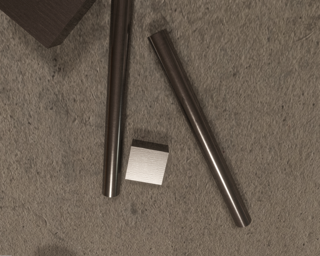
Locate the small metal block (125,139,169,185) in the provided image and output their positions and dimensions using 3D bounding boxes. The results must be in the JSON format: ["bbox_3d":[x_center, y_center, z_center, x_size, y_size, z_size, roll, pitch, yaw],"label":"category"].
[{"bbox_3d":[-0.018,0.047,0.427,0.050,0.025,0.050,11,110,-5],"label":"small metal block"}]

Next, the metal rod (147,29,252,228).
[{"bbox_3d":[0.060,0.013,0.415,0.025,0.025,0.299,-24,109,8],"label":"metal rod"}]

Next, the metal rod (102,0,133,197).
[{"bbox_3d":[-0.054,-0.047,0.391,0.025,0.025,0.298,5,110,-3],"label":"metal rod"}]

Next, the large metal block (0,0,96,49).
[{"bbox_3d":[-0.125,-0.147,0.340,0.080,0.050,0.080,41,105,-14],"label":"large metal block"}]
